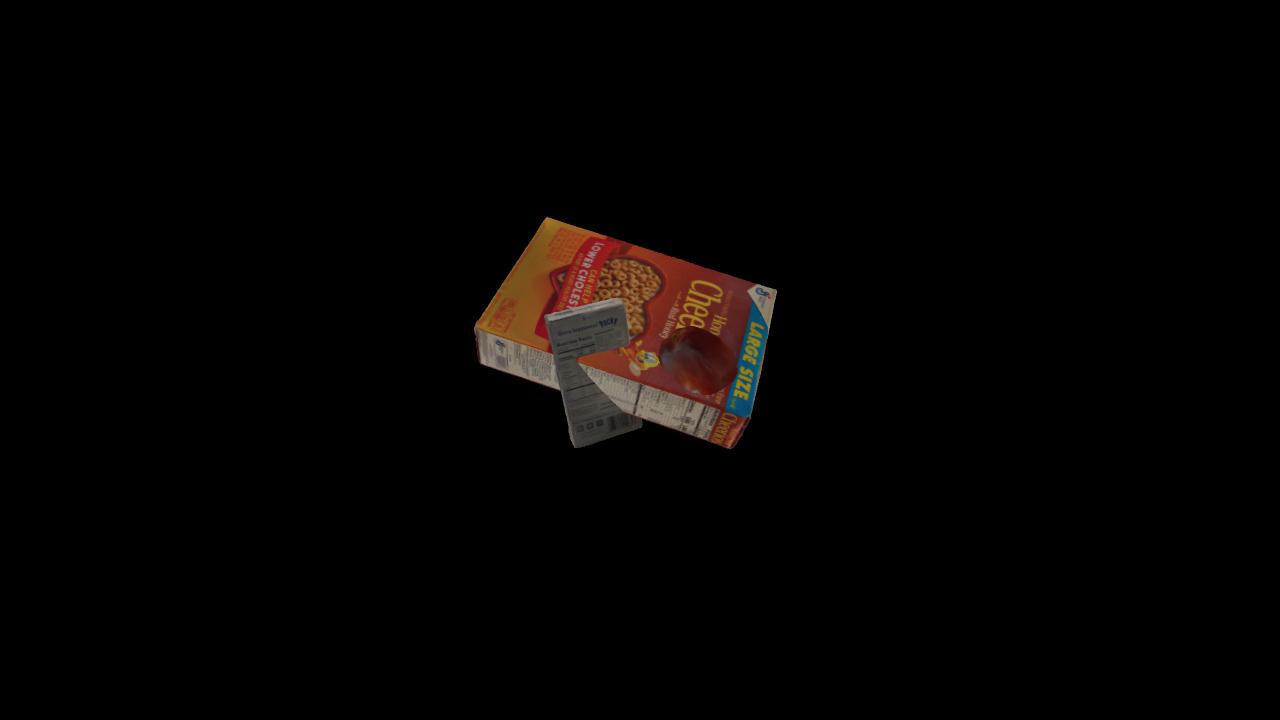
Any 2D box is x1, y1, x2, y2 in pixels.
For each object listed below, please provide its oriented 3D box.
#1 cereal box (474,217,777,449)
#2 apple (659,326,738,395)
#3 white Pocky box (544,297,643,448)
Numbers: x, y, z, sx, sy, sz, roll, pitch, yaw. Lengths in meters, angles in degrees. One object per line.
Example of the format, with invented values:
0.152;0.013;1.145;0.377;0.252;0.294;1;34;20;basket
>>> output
-0.006;-0.041;0.716;0.306;0.203;0.081;18;-39;5;cereal box
0.062;0.009;0.655;0.079;0.093;0.079;-33;15;10;apple
-0.047;0.016;0.661;0.084;0.154;0.028;-16;27;-14;white Pocky box
